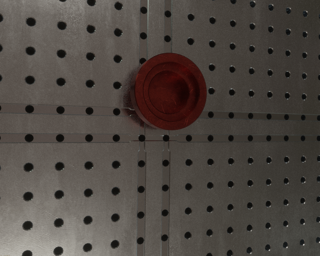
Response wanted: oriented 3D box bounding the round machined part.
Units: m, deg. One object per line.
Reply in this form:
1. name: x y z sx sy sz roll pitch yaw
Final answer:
1. round machined part: 0.008 -0.046 0.408 0.099 0.042 0.097 0 90 -21
